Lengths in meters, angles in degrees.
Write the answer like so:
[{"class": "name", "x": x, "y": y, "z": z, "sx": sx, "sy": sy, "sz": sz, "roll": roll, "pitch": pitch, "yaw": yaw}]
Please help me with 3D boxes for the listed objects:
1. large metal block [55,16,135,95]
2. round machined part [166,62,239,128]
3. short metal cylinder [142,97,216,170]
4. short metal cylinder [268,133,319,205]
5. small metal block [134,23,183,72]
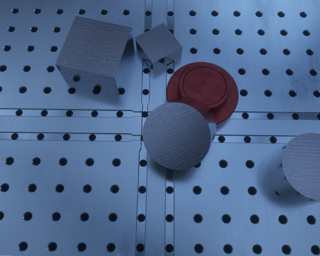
[{"class": "large metal block", "x": -0.087, "y": -0.101, "z": 0.435, "sx": 0.080, "sy": 0.050, "sz": 0.080, "roll": 13, "pitch": 71, "yaw": 5}, {"class": "round machined part", "x": 0.058, "y": -0.048, "z": 0.421, "sx": 0.099, "sy": 0.042, "sz": 0.098, "roll": 0, "pitch": 70, "yaw": 0}, {"class": "short metal cylinder", "x": 0.025, "y": 0.005, "z": 0.377, "sx": 0.080, "sy": 0.050, "sz": 0.079, "roll": 4, "pitch": 104, "yaw": 16}, {"class": "short metal cylinder", "x": 0.181, "y": 0.052, "z": 0.381, "sx": 0.081, "sy": 0.050, "sz": 0.080, "roll": 0, "pitch": 70, "yaw": 0}, {"class": "small metal block", "x": -0.002, "y": -0.118, "z": 0.455, "sx": 0.050, "sy": 0.025, "sz": 0.050, "roll": -31, "pitch": 73, "yaw": -11}]
